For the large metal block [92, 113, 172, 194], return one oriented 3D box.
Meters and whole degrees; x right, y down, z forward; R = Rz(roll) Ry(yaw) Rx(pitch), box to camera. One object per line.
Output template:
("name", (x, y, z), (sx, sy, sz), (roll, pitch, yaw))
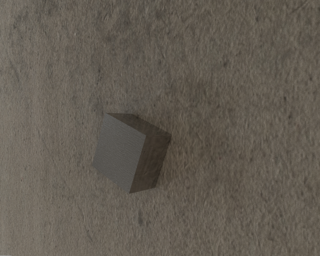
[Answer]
("large metal block", (-0.040, 0.031, 0.423), (0.080, 0.050, 0.080), (27, 107, 36))
